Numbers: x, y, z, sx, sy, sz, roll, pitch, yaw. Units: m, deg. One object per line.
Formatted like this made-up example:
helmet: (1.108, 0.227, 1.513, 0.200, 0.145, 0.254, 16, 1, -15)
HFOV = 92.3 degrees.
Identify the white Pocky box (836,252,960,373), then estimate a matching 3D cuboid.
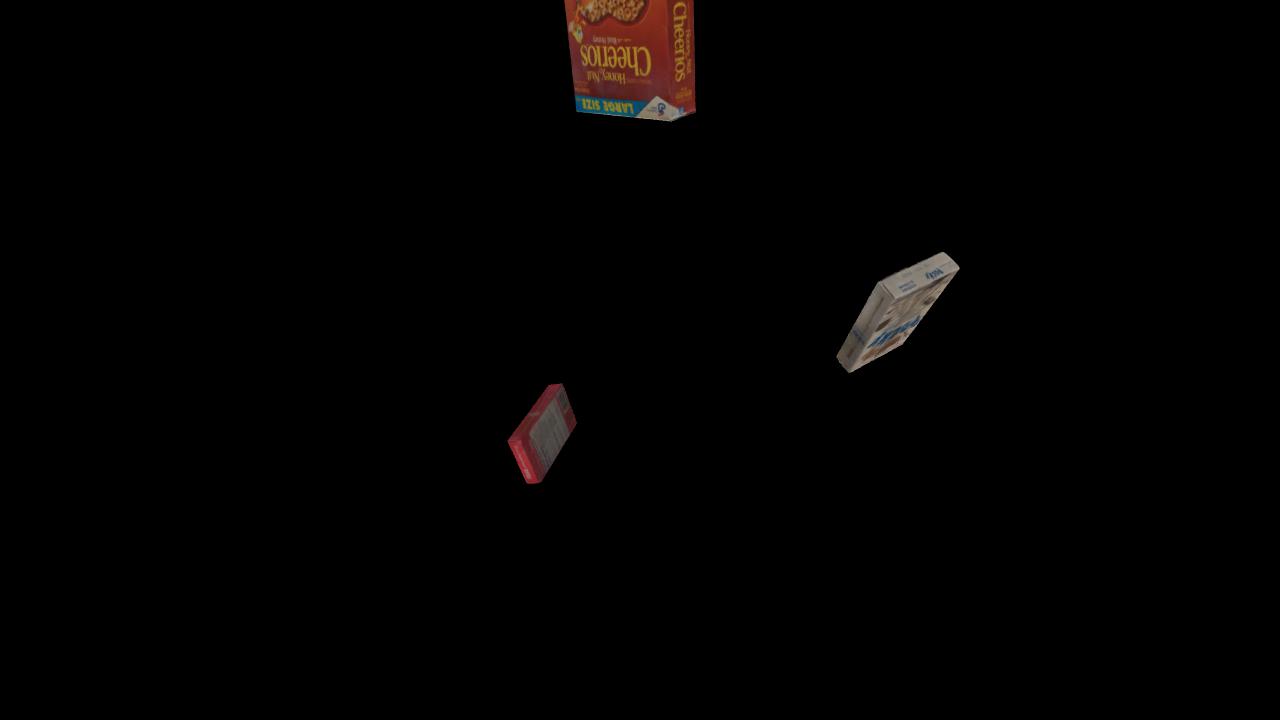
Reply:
white Pocky box: (0.269, -0.047, 0.658, 0.084, 0.028, 0.154, -26, -26, -13)

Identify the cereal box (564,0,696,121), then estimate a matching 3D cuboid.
cereal box: (-0.019, -0.525, 0.915, 0.203, 0.306, 0.081, 22, 41, 34)

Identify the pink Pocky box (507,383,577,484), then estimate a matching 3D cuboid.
pink Pocky box: (-0.151, 0.113, 0.973, 0.029, 0.084, 0.155, -5, 29, 22)
